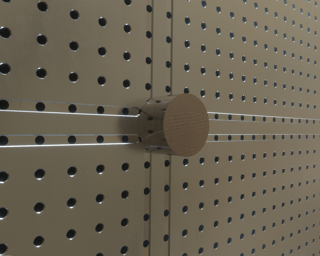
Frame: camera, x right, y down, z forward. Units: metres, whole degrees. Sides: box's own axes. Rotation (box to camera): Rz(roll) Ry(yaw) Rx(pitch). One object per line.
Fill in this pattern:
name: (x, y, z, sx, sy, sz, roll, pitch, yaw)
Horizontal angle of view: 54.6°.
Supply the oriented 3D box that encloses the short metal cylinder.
short metal cylinder: (0.019, -0.004, 0.407, 0.081, 0.050, 0.080, 0, 90, -40)
